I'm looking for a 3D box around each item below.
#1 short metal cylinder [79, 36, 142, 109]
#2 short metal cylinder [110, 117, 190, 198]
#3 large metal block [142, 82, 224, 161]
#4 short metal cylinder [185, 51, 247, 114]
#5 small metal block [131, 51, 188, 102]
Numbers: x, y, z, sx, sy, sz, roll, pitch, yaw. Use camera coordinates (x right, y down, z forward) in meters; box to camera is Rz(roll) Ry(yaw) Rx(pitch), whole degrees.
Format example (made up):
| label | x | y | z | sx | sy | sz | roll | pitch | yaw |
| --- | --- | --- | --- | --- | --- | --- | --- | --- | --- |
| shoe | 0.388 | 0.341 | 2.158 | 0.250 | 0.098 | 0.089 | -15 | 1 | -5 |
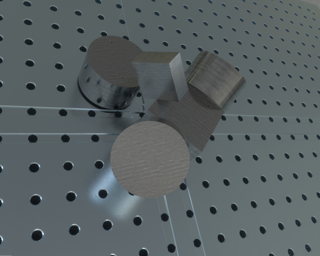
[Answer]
| label | x | y | z | sx | sy | sz | roll | pitch | yaw |
| --- | --- | --- | --- | --- | --- | --- | --- | --- | --- |
| short metal cylinder | -0.059 | -0.071 | 0.400 | 0.081 | 0.050 | 0.080 | 14 | 56 | -21 |
| short metal cylinder | -0.009 | 0.029 | 0.338 | 0.080 | 0.050 | 0.079 | 0 | 97 | 1 |
| large metal block | 0.025 | -0.010 | 0.404 | 0.080 | 0.050 | 0.080 | 38 | 51 | -3 |
| short metal cylinder | 0.073 | -0.063 | 0.437 | 0.080 | 0.080 | 0.050 | 37 | 90 | -4 |
| small metal block | 0.001 | -0.060 | 0.361 | 0.050 | 0.050 | 0.025 | 10 | 45 | 31 |
